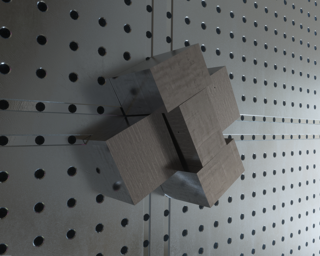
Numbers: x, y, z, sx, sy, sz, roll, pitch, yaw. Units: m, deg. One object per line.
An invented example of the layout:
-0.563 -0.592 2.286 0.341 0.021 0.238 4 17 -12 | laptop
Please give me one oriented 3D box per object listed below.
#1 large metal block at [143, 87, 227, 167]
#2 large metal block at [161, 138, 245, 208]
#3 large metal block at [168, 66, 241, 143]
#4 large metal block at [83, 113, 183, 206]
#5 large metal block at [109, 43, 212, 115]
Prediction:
0.027 -0.001 0.395 0.050 0.080 0.080 -36 112 -34 | large metal block
0.052 0.055 0.416 0.080 0.080 0.050 -36 112 -35 | large metal block
0.062 -0.034 0.443 0.080 0.050 0.080 -36 114 -34 | large metal block
-0.030 0.031 0.368 0.080 0.050 0.080 -33 110 -35 | large metal block
0.001 -0.057 0.372 0.080 0.080 0.050 -35 111 -34 | large metal block
